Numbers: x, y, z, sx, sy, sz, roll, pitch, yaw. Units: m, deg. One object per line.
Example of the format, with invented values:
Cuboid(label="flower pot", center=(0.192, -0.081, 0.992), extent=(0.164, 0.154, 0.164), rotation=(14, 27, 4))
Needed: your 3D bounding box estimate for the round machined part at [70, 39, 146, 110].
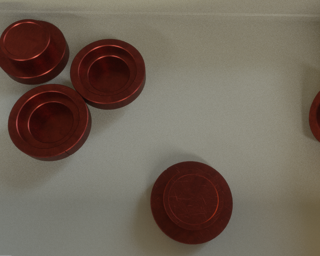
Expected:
Cuboid(label="round machined part", center=(-0.068, -0.069, 0.425), extent=(0.099, 0.042, 0.098), rotation=(0, 70, 0))

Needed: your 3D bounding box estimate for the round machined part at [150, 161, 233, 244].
Cuboid(label="round machined part", center=(0.038, 0.087, 0.369), extent=(0.099, 0.042, 0.098), rotation=(0, 70, 0))

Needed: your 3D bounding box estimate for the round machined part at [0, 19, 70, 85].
Cuboid(label="round machined part", center=(-0.184, -0.115, 0.441), extent=(0.099, 0.042, 0.098), rotation=(0, 70, 0))

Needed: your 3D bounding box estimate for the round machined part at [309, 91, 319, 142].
Cuboid(label="round machined part", center=(0.243, -0.016, 0.386), extent=(0.042, 0.098, 0.098), rotation=(17, 68, -27))

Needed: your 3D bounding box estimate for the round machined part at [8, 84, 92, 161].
Cuboid(label="round machined part", center=(-0.137, -0.004, 0.401), extent=(0.099, 0.042, 0.098), rotation=(0, 70, 0))
